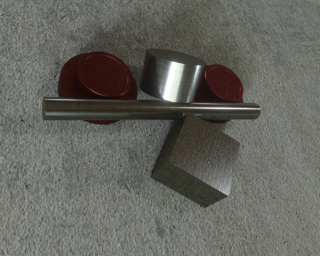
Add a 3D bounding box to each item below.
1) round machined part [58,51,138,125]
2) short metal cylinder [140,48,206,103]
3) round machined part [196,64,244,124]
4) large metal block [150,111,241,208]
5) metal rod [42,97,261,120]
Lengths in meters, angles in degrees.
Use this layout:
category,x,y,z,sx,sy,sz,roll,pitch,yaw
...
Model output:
category,x,y,z,sx,sy,sz,roll,pitch,yaw
round machined part,-0.074,-0.056,0.388,0.099,0.042,0.098,14,56,-21
short metal cylinder,0.016,-0.072,0.418,0.081,0.050,0.080,11,23,-4
round machined part,0.088,-0.059,0.478,0.099,0.042,0.098,14,56,-21
large metal block,0.046,0.040,0.387,0.080,0.050,0.080,31,52,-9
metal rod,0.011,-0.023,0.398,0.303,0.025,0.025,-1,62,-29
